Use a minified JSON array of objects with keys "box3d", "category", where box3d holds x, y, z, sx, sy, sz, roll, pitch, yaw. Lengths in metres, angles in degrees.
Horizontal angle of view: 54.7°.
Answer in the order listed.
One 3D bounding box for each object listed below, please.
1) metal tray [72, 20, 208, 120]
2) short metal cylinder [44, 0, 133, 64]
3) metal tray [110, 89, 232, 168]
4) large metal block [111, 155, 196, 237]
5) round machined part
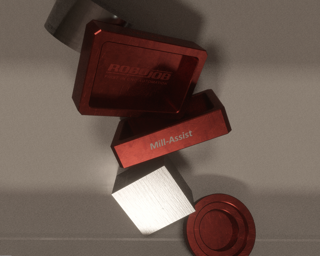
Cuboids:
[{"box3d":[-0.021,-0.057,0.338,0.131,0.030,0.089,2,122,-31],"category":"metal tray"},{"box3d":[-0.077,-0.114,0.339,0.080,0.080,0.050,30,107,-11],"category":"short metal cylinder"},{"box3d":[0.011,-0.003,0.375,0.131,0.090,0.030,-19,109,6],"category":"metal tray"},{"box3d":[-0.008,0.090,0.431,0.080,0.050,0.080,-30,108,10],"category":"large metal block"},{"box3d":[0.081,0.144,0.440,0.099,0.042,0.098,2,73,-8],"category":"round machined part"}]
